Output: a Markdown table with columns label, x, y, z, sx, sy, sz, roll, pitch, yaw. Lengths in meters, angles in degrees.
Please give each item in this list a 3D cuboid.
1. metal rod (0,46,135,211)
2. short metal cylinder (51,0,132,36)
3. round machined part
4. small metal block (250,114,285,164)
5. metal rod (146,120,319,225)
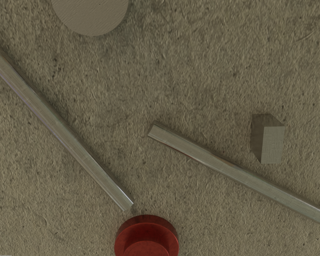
| label | x | y | z | sx | sy | sz | roll | pitch | yaw |
| --- | --- | --- | --- | --- | --- | --- | --- | --- | --- |
| metal rod | -0.134 | -0.002 | 0.406 | 0.025 | 0.025 | 0.300 | -34 | 107 | 11 |
| short metal cylinder | -0.073 | -0.145 | 0.342 | 0.081 | 0.050 | 0.079 | 0 | 110 | -1 |
| round machined part | -0.020 | 0.185 | 0.469 | 0.099 | 0.042 | 0.097 | 0 | 110 | -1 |
| small metal block | 0.138 | 0.013 | 0.403 | 0.025 | 0.050 | 0.050 | -2 | 110 | 0 |
| metal rod | 0.119 | 0.068 | 0.436 | 0.301 | 0.025 | 0.025 | 27 | 108 | -10 |
